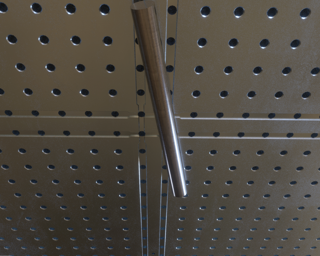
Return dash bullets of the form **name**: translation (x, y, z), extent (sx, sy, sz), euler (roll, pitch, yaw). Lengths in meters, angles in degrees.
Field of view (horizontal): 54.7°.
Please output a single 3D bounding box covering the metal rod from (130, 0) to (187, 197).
- **metal rod**: translation (0.007, -0.010, 0.402), extent (0.025, 0.025, 0.298), euler (-8, 130, 6)
